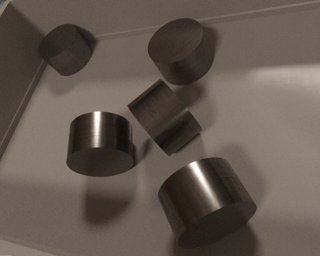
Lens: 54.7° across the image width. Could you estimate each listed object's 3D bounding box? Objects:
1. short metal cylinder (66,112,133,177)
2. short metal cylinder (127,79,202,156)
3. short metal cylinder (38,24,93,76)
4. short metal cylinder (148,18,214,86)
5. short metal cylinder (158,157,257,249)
[{"bbox_3d":[-0.075,0.023,0.394,0.080,0.080,0.050,-17,55,18],"label":"short metal cylinder"},{"bbox_3d":[0.006,-0.012,0.374,0.050,0.080,0.080,-39,51,2],"label":"short metal cylinder"},{"bbox_3d":[-0.171,-0.142,0.564,0.080,0.050,0.080,-13,56,21],"label":"short metal cylinder"},{"bbox_3d":[0.030,-0.107,0.439,0.080,0.050,0.080,-13,56,20],"label":"short metal cylinder"},{"bbox_3d":[0.045,0.074,0.301,0.080,0.080,0.050,-32,52,7],"label":"short metal cylinder"}]
